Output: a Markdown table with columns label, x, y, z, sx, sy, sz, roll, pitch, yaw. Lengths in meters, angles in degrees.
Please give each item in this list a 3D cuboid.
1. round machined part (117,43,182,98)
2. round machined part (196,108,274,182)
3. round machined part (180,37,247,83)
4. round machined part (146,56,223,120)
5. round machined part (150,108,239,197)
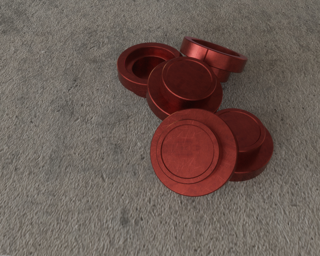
| label | x | y | z | sx | sy | sz | roll | pitch | yaw |
| --- | --- | --- | --- | --- | --- | --- | --- | --- | --- |
| round machined part | -0.013 | -0.082 | 0.462 | 0.099 | 0.042 | 0.098 | 0 | 50 | 0 |
| round machined part | 0.091 | 0.013 | 0.383 | 0.099 | 0.042 | 0.098 | 0 | 50 | 0 |
| round machined part | 0.075 | -0.100 | 0.460 | 0.099 | 0.042 | 0.098 | 16 | 23 | -7 |
| round machined part | 0.033 | -0.052 | 0.395 | 0.099 | 0.042 | 0.098 | 4 | 60 | -7 |
| round machined part | 0.035 | 0.026 | 0.339 | 0.098 | 0.042 | 0.097 | -2 | 83 | 19 |
